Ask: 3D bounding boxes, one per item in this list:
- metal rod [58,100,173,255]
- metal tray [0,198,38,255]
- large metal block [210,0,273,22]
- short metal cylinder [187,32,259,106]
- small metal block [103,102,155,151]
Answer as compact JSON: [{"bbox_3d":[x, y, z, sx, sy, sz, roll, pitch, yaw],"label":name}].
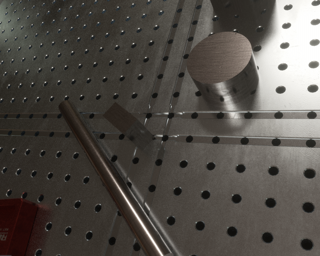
[{"bbox_3d":[-0.075,0.051,0.414,0.025,0.025,0.300,-42,51,-1],"label":"metal rod"},{"bbox_3d":[-0.243,0.150,0.437,0.130,0.030,0.090,-8,58,23],"label":"metal tray"},{"bbox_3d":[0.111,-0.209,0.442,0.050,0.080,0.080,-49,52,-6],"label":"large metal block"},{"bbox_3d":[0.081,-0.075,0.395,0.080,0.050,0.080,-13,56,20],"label":"short metal cylinder"},{"bbox_3d":[-0.041,-0.002,0.414,0.025,0.050,0.050,-48,52,-6],"label":"small metal block"}]
